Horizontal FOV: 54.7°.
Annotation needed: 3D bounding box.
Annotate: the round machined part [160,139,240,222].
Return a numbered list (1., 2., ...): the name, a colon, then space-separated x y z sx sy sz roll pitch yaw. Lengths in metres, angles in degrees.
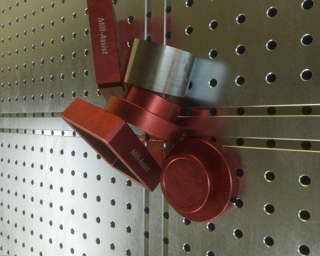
1. round machined part: 0.039 0.062 0.364 0.098 0.042 0.097 0 90 39

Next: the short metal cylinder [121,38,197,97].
1. short metal cylinder: -0.001 -0.072 0.372 0.080 0.081 0.050 23 103 37

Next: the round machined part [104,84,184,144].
1. round machined part: -0.014 -0.020 0.375 0.098 0.098 0.042 26 91 36

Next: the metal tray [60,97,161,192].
1. metal tray: -0.055 0.024 0.390 0.090 0.130 0.030 24 68 37

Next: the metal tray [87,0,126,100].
1. metal tray: -0.072 -0.109 0.425 0.030 0.090 0.129 -8 84 -3
